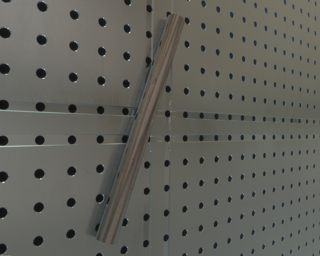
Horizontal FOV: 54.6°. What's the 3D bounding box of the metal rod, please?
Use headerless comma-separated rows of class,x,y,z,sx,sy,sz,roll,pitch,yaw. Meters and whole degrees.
metal rod,-0.020,-0.009,0.391,0.025,0.025,0.299,27,73,-37
